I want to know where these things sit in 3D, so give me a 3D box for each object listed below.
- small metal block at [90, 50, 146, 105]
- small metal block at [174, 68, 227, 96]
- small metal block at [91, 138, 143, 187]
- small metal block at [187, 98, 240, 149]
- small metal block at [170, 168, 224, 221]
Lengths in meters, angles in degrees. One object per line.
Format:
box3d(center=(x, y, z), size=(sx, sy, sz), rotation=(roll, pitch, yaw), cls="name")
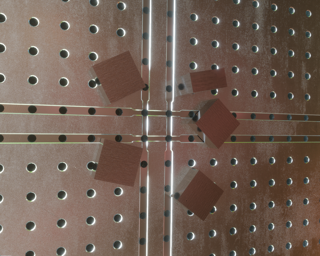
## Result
box3d(center=(-0.053, -0.063, 0.393), size=(0.050, 0.025, 0.050), rotation=(-28, 100, -18), cls="small metal block")
box3d(center=(0.054, -0.061, 0.419), size=(0.050, 0.050, 0.025), rotation=(-12, 94, -20), cls="small metal block")
box3d(center=(-0.054, 0.043, 0.393), size=(0.050, 0.025, 0.050), rotation=(16, 85, -19), cls="small metal block")
box3d(center=(0.077, -0.006, 0.440), size=(0.050, 0.025, 0.050), rotation=(47, 76, -14), cls="small metal block")
box3d(center=(0.052, 0.092, 0.432), size=(0.050, 0.025, 0.050), rotation=(41, 77, -15), cls="small metal block")
